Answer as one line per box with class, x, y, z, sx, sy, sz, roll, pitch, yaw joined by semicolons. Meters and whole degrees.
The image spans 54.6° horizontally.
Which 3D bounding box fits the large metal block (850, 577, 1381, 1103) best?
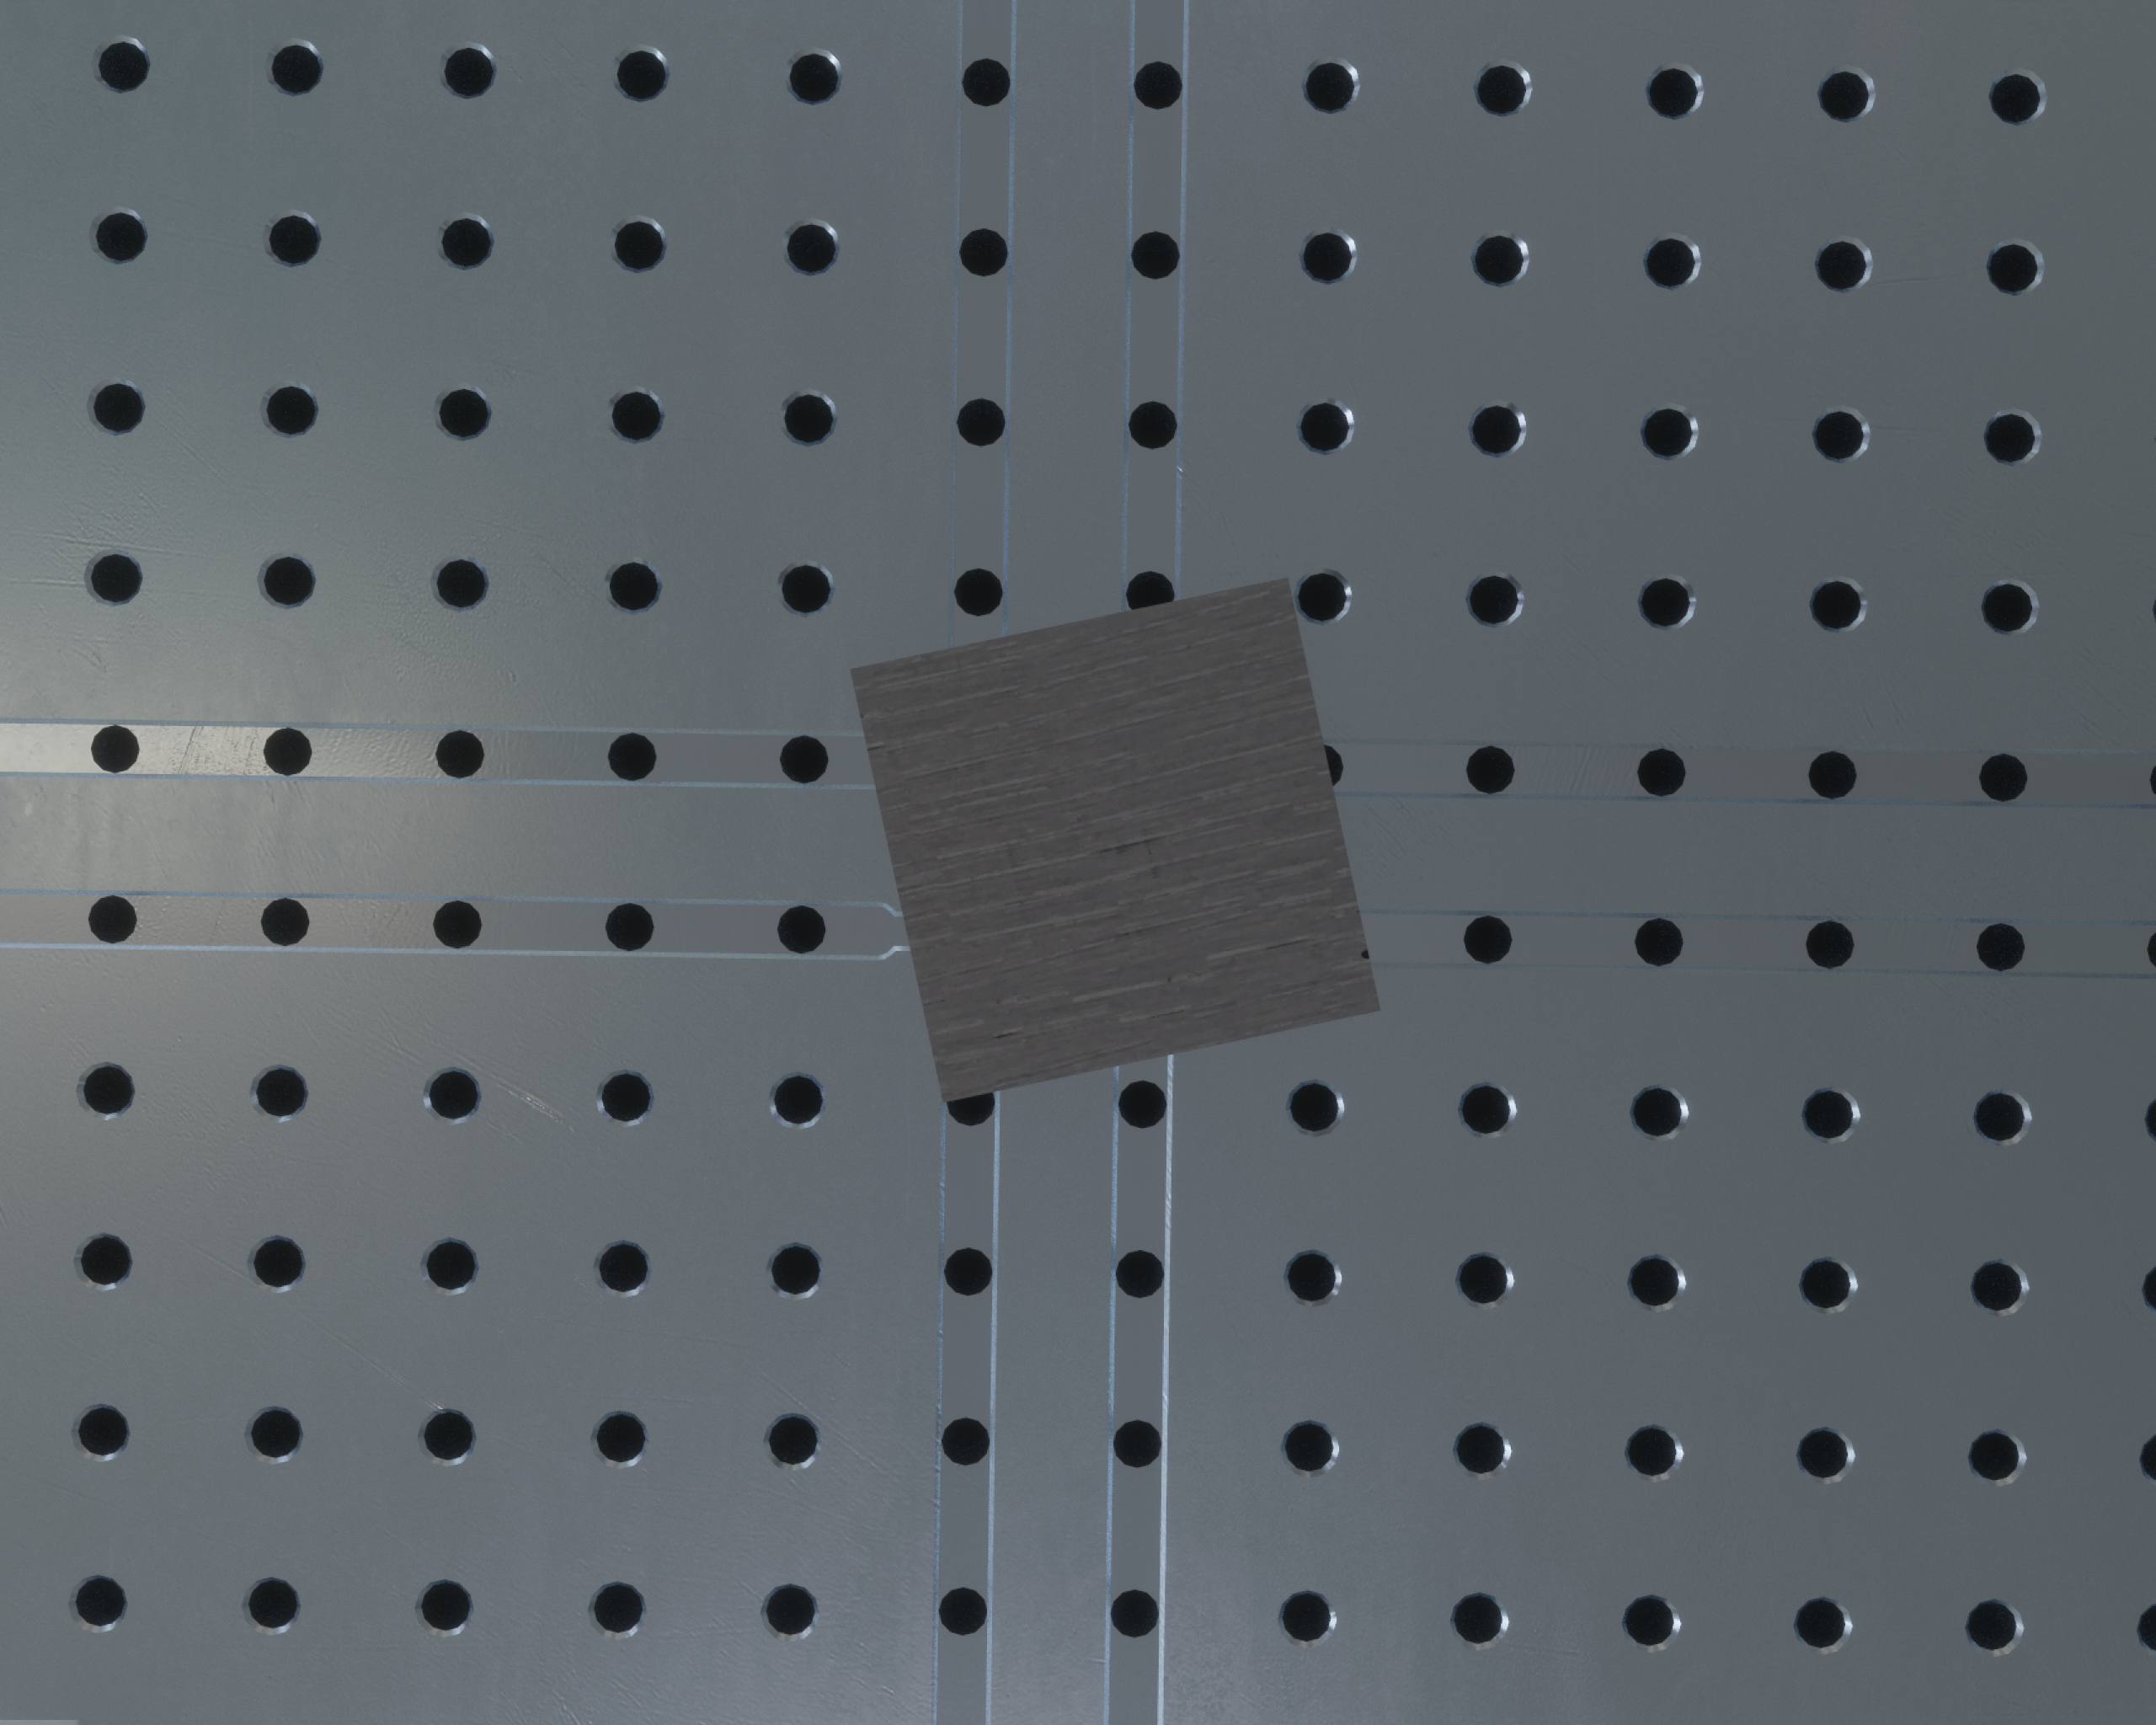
large metal block;0.007;-0.004;0.400;0.080;0.050;0.080;-12;90;0
